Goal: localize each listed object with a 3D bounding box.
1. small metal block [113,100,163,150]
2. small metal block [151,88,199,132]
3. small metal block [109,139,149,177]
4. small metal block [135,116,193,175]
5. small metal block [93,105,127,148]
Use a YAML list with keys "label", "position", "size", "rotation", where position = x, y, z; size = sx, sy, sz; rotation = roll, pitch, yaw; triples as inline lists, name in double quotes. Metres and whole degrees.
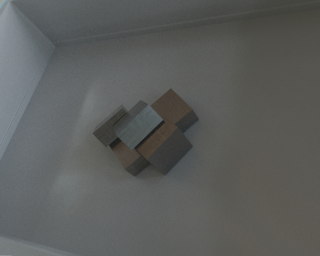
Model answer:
- label: "small metal block"
  position: [-0.028, -0.005, 0.373]
  size: [0.050, 0.025, 0.050]
  rotation: [-44, 18, -3]
- label: "small metal block"
  position: [0.013, -0.016, 0.405]
  size: [0.050, 0.025, 0.050]
  rotation: [-41, 51, 0]
- label: "small metal block"
  position: [-0.032, 0.026, 0.403]
  size: [0.050, 0.025, 0.050]
  rotation: [-41, 51, 0]
- label: "small metal block"
  position: [0.006, 0.022, 0.370]
  size: [0.050, 0.050, 0.025]
  rotation: [-46, 51, -4]
- label: "small metal block"
  position: [-0.062, -0.004, 0.422]
  size: [0.050, 0.025, 0.050]
  rotation: [-41, 13, 0]
